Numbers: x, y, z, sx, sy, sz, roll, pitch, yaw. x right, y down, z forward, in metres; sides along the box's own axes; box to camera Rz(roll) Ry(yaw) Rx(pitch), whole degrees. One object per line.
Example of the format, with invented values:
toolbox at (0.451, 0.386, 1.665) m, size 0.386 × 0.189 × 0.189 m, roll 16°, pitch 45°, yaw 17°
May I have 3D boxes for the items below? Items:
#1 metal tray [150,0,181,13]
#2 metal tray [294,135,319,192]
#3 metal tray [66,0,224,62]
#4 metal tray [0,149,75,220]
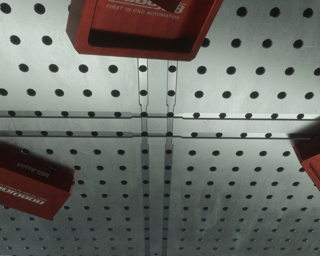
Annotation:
metal tray at (-0.040, -0.144, 0.240) m, size 0.131 × 0.090 × 0.030 m, roll 26°, pitch 116°, yaw -18°
metal tray at (0.268, 0.056, 0.457) m, size 0.090 × 0.030 × 0.130 m, roll -30°, pitch 124°, yaw 23°
metal tray at (-0.009, -0.108, 0.278) m, size 0.131 × 0.030 × 0.089 m, roll -4°, pitch 137°, yaw -34°
metal tray at (-0.213, 0.091, 0.484) m, size 0.131 × 0.030 × 0.090 m, roll 27°, pitch 125°, yaw -21°
